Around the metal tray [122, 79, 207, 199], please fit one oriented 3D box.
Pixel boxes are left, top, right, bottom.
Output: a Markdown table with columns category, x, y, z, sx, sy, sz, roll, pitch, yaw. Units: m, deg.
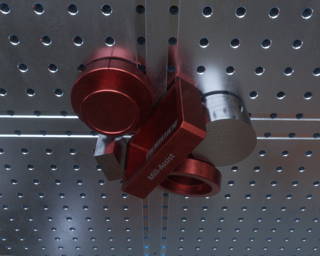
| category | x | y | z | sx | sy | sz | roll | pitch | yaw |
| --- | --- | --- | --- | --- | --- | --- | --- | --- | --- |
| metal tray | 0.001 | 0.014 | 0.376 | 0.030 | 0.090 | 0.129 | 26 | 125 | -21 |

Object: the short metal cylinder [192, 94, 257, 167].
| category | x | y | z | sx | sy | sz | roll | pitch | yaw |
| --- | --- | --- | --- | --- | --- | --- | --- | --- | --- |
| short metal cylinder | 0.076 | 0.004 | 0.394 | 0.081 | 0.050 | 0.079 | 0 | 130 | 0 |

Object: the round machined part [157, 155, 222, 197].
| category | x | y | z | sx | sy | sz | roll | pitch | yaw |
| --- | --- | --- | --- | --- | --- | --- | --- | --- | --- |
| round machined part | 0.037 | 0.060 | 0.432 | 0.099 | 0.042 | 0.098 | 9 | 152 | 5 |

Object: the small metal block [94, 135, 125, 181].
| category | x | y | z | sx | sy | sz | roll | pitch | yaw |
| --- | --- | --- | --- | --- | --- | --- | --- | --- | --- |
| small metal block | -0.064 | 0.035 | 0.419 | 0.025 | 0.050 | 0.050 | -12 | 129 | 10 |

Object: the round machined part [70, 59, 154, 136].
| category | x | y | z | sx | sy | sz | roll | pitch | yaw |
| --- | --- | --- | --- | --- | --- | --- | --- | --- | --- |
| round machined part | -0.057 | -0.028 | 0.370 | 0.099 | 0.042 | 0.097 | 0 | 130 | 0 |
